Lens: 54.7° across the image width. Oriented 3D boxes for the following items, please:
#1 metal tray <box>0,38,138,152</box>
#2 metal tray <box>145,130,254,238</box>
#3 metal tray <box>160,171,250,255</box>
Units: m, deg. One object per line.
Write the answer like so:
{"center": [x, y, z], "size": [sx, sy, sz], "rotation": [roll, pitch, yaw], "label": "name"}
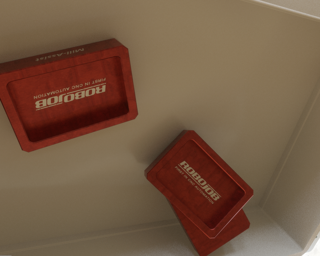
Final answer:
{"center": [-0.094, -0.036, 0.331], "size": [0.131, 0.030, 0.089], "rotation": [-19, 126, -18], "label": "metal tray"}
{"center": [0.054, 0.077, 0.433], "size": [0.130, 0.030, 0.090], "rotation": [45, 84, -7], "label": "metal tray"}
{"center": [0.066, 0.113, 0.468], "size": [0.090, 0.030, 0.130], "rotation": [-29, 95, -10], "label": "metal tray"}
